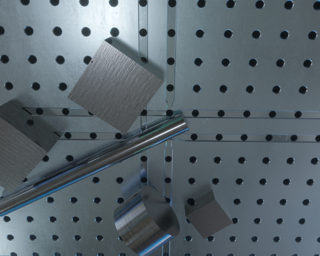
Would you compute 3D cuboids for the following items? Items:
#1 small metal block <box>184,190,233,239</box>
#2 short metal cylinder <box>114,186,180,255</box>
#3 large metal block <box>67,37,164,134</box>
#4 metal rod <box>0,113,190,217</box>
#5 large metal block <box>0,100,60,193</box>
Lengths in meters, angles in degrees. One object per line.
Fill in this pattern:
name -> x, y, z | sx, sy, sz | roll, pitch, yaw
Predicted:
small metal block -> 0.072, 0.129, 0.462 | 0.050, 0.025, 0.050 | -33, 107, 11
short metal cylinder -> -0.018, 0.128, 0.431 | 0.050, 0.080, 0.080 | -40, 106, 13
large metal block -> -0.052, -0.053, 0.380 | 0.080, 0.050, 0.080 | 34, 107, -12
metal rod -> -0.101, 0.055, 0.432 | 0.301, 0.025, 0.025 | -25, 108, 8
large metal block -> -0.195, 0.024, 0.407 | 0.080, 0.050, 0.080 | 41, 105, -14
